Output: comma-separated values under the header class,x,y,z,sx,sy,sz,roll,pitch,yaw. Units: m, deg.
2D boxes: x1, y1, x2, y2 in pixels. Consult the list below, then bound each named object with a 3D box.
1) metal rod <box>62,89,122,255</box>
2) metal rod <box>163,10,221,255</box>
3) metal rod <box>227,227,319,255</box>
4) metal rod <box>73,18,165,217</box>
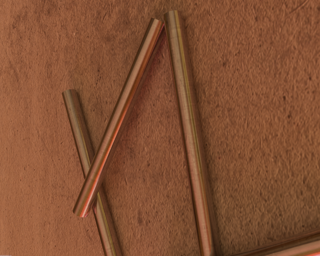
class,x,y,z,sx,sy,sz,roll,pitch,yaw
metal rod,-0.109,0.075,0.495,0.025,0.025,0.299,-30,71,36
metal rod,0.037,0.004,0.373,0.025,0.025,0.298,-14,81,39
metal rod,0.093,0.134,0.309,0.299,0.025,0.025,-32,70,29
metal rod,-0.060,-0.006,0.436,0.025,0.025,0.298,33,105,35
